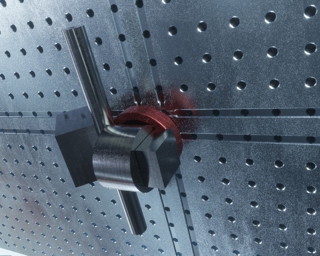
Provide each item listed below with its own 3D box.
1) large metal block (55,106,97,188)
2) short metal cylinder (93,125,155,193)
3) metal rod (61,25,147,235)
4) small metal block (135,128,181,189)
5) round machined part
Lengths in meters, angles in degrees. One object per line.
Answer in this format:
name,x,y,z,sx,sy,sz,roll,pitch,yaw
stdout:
large metal block,-0.108,0.023,0.437,0.050,0.080,0.079,-18,116,-9
short metal cylinder,-0.036,0.036,0.376,0.050,0.080,0.079,1,119,27
metal rod,-0.064,0.021,0.402,0.025,0.025,0.298,1,119,27
small metal block,-0.001,0.034,0.361,0.025,0.050,0.050,1,119,27
round machined part,-0.015,0.013,0.413,0.098,0.042,0.097,13,124,20
